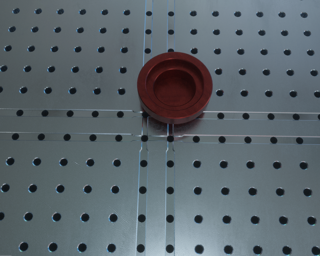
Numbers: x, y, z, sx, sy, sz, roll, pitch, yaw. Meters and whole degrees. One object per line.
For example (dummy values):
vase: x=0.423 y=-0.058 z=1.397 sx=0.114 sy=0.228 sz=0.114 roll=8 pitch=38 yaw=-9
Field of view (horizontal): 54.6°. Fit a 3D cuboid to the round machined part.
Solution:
round machined part: x=0.019 y=-0.051 z=0.421 sx=0.099 sy=0.042 sz=0.098 roll=0 pitch=70 yaw=0
